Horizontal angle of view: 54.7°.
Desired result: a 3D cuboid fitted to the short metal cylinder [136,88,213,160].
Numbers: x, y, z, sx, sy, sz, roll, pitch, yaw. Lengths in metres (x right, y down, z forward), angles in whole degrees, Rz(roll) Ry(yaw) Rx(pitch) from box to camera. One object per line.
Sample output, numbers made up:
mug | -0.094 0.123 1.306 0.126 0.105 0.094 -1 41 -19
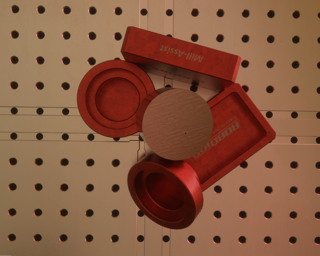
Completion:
short metal cylinder | 0.015 -0.007 0.364 0.081 0.050 0.079 -2 99 -12

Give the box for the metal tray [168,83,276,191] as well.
metal tray | 0.073 0.013 0.411 0.130 0.030 0.090 -36 90 -1

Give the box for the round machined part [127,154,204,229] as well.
round machined part | 0.011 0.074 0.388 0.098 0.042 0.097 18 125 28

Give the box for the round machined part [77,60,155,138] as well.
round machined part | -0.054 -0.036 0.404 0.099 0.042 0.097 0 90 -1

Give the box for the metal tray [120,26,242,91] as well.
metal tray | 0.023 -0.081 0.381 0.131 0.090 0.030 15 90 -1
